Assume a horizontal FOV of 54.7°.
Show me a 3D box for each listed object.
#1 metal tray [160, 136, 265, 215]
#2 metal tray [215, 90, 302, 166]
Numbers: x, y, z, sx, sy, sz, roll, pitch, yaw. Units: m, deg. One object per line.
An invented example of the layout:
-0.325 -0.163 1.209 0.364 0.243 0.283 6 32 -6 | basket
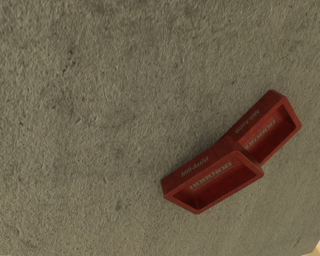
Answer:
0.078 0.076 0.466 0.130 0.030 0.090 -37 131 20 | metal tray
0.158 0.013 0.498 0.130 0.030 0.090 -45 129 3 | metal tray
